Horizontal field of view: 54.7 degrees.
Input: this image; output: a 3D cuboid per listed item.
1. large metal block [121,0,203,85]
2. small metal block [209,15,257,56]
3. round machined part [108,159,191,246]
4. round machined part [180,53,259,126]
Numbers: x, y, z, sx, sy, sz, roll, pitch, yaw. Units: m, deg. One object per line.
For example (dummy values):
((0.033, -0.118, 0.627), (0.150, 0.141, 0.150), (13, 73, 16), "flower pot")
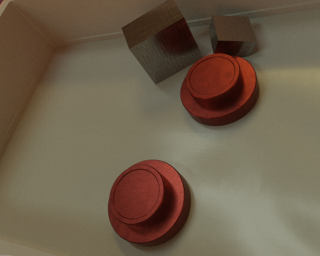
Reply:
((0.005, -0.120, 0.441), (0.080, 0.080, 0.050), (-28, 53, 10), "large metal block")
((0.096, -0.125, 0.417), (0.050, 0.025, 0.050), (0, 57, -6), "small metal block")
((-0.018, 0.081, 0.354), (0.098, 0.042, 0.098), (-13, 56, 20), "round machined part")
((0.071, -0.055, 0.390), (0.098, 0.042, 0.098), (-13, 56, 20), "round machined part")
